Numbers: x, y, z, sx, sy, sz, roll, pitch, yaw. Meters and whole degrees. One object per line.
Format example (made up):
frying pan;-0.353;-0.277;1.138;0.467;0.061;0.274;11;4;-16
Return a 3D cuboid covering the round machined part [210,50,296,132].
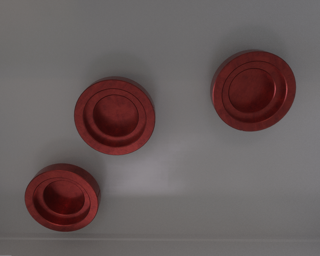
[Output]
round machined part;0.111;-0.048;0.385;0.099;0.042;0.097;0;110;0

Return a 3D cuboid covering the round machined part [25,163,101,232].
round machined part;-0.132;0.093;0.435;0.099;0.042;0.097;0;110;0

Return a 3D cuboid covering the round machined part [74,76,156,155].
round machined part;-0.055;-0.018;0.395;0.099;0.042;0.097;0;110;0
